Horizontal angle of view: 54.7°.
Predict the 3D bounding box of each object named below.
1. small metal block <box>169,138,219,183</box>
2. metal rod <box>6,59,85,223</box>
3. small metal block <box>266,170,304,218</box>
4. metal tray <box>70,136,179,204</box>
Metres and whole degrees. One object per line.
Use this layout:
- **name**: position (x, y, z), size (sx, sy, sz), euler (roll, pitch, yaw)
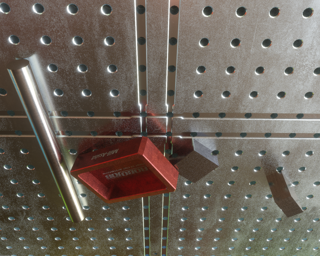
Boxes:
- **small metal block**: position (0.049, 0.049, 0.453), size (0.050, 0.025, 0.050), euler (33, 123, -25)
- **metal rod**: position (-0.152, 0.042, 0.445), size (0.025, 0.025, 0.298), euler (-3, 130, 2)
- **small metal block**: position (0.195, 0.103, 0.485), size (0.025, 0.050, 0.050), euler (-30, 124, 23)
- **metal tray**: position (-0.051, 0.065, 0.445), size (0.130, 0.030, 0.090), euler (-17, 129, 29)
